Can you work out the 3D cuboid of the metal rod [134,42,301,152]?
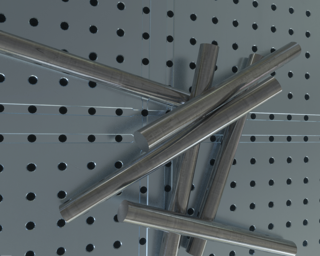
[{"bbox_3d":[0.092,-0.053,0.399,0.302,0.025,0.025,-31,101,-30],"label":"metal rod"}]

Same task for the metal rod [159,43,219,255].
[{"bbox_3d":[0.036,0.041,0.407,0.025,0.025,0.298,10,93,-20],"label":"metal rod"}]

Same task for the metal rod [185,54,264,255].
[{"bbox_3d":[0.097,0.034,0.447,0.025,0.025,0.299,22,83,-19],"label":"metal rod"}]

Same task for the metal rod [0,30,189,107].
[{"bbox_3d":[-0.077,-0.068,0.384,0.302,0.025,0.025,16,85,-20],"label":"metal rod"}]

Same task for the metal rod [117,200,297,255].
[{"bbox_3d":[0.082,0.141,0.417,0.302,0.025,0.025,22,83,-28],"label":"metal rod"}]

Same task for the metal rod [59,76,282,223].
[{"bbox_3d":[0.015,0.025,0.378,0.301,0.025,0.025,-31,101,-2],"label":"metal rod"}]
